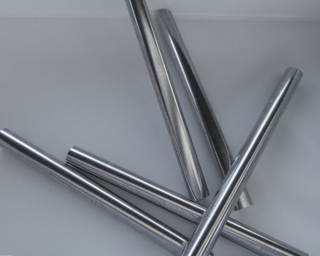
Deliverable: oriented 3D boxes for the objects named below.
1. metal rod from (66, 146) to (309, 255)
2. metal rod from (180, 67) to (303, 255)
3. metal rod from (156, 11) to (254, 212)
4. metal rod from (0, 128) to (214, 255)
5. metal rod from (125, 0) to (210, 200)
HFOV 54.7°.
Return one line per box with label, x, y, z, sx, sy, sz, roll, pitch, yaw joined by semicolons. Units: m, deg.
metal rod;0.023;0.092;0.369;0.301;0.025;0.025;23;72;10
metal rod;0.109;0.032;0.376;0.025;0.025;0.301;32;64;10
metal rod;0.054;-0.036;0.423;0.025;0.025;0.299;-17;71;-7
metal rod;-0.075;0.083;0.378;0.301;0.025;0.025;29;72;9
metal rod;0.003;-0.057;0.386;0.025;0.025;0.298;-18;88;-7
